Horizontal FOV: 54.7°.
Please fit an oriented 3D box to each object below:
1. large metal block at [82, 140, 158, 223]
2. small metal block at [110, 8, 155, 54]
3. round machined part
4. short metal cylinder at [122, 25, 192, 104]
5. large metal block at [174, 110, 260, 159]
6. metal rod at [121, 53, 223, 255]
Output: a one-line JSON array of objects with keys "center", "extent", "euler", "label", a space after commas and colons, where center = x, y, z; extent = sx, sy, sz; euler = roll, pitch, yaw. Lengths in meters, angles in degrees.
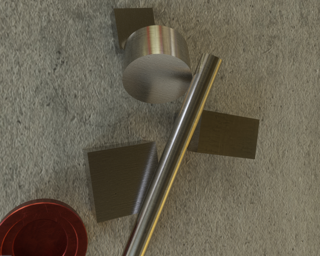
[{"center": [-0.046, 0.061, 0.380], "extent": [0.081, 0.050, 0.079], "euler": [-8, 93, -20], "label": "large metal block"}, {"center": [-0.034, -0.124, 0.397], "extent": [0.050, 0.025, 0.050], "euler": [-9, 93, -20], "label": "small metal block"}, {"center": [-0.135, 0.128, 0.351], "extent": [0.099, 0.042, 0.097], "euler": [0, 90, -21], "label": "round machined part"}, {"center": [-0.004, -0.074, 0.372], "extent": [0.081, 0.080, 0.050], "euler": [13, 51, -20], "label": "short metal cylinder"}, {"center": [0.069, 0.009, 0.407], "extent": [0.081, 0.080, 0.050], "euler": [8, 87, -20], "label": "large metal block"}, {"center": [0.004, 0.059, 0.352], "extent": [0.025, 0.025, 0.299], "euler": [22, 90, -19], "label": "metal rod"}]
